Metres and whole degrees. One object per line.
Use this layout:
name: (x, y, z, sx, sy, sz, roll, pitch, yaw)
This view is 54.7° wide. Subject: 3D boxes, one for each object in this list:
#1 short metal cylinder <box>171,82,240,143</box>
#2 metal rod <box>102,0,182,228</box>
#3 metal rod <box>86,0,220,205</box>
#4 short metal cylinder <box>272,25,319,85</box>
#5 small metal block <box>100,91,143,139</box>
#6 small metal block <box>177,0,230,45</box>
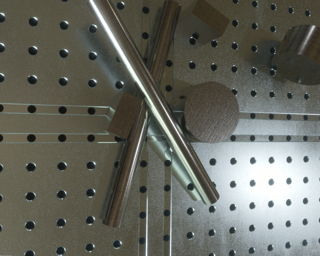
short metal cylinder: (0.059, -0.020, 0.421, 0.081, 0.050, 0.080, 0, 90, -20)
metal rod: (-0.022, -0.022, 0.404, 0.025, 0.025, 0.299, 17, 84, -19)
metal rod: (0.002, -0.020, 0.388, 0.025, 0.025, 0.299, -37, 111, -16)
short metal cylinder: (0.216, -0.107, 0.463, 0.080, 0.080, 0.050, 33, 79, -17)
small metal block: (-0.049, -0.015, 0.381, 0.025, 0.050, 0.050, 24, 82, -19)
small metal block: (0.057, -0.143, 0.420, 0.050, 0.050, 0.025, 30, 80, -18)
